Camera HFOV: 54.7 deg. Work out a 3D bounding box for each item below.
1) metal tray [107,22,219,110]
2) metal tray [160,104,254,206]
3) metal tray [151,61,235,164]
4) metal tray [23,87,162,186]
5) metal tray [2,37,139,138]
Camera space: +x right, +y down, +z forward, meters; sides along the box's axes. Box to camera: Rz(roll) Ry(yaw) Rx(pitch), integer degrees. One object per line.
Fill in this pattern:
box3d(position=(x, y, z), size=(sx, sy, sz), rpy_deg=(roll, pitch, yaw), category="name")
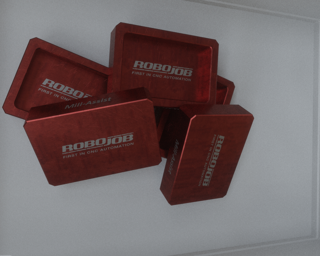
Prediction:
box3d(position=(0.005, -0.069, 0.377), size=(0.131, 0.030, 0.089), rpy_deg=(4, 89, -20), category="metal tray")
box3d(position=(0.057, 0.034, 0.394), size=(0.091, 0.030, 0.129), rpy_deg=(-2, 119, -26), category="metal tray")
box3d(position=(0.041, -0.016, 0.422), size=(0.091, 0.030, 0.129), rpy_deg=(21, 83, -19), category="metal tray")
box3d(position=(-0.069, 0.011, 0.345), size=(0.131, 0.030, 0.089), rpy_deg=(-11, 124, -5), category="metal tray")
box3d(position=(-0.102, -0.038, 0.367), size=(0.131, 0.030, 0.090), rpy_deg=(21, 83, -19), category="metal tray")
